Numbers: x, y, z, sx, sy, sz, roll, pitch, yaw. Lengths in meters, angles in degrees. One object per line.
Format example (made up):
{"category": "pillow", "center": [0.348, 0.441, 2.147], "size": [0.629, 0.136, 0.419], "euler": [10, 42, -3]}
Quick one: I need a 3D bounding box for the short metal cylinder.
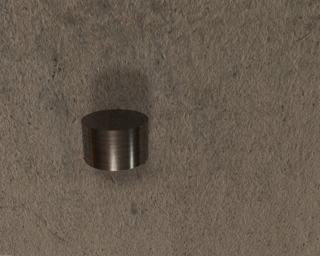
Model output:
{"category": "short metal cylinder", "center": [-0.055, 0.012, 0.384], "size": [0.081, 0.080, 0.050], "euler": [1, 110, -1]}
